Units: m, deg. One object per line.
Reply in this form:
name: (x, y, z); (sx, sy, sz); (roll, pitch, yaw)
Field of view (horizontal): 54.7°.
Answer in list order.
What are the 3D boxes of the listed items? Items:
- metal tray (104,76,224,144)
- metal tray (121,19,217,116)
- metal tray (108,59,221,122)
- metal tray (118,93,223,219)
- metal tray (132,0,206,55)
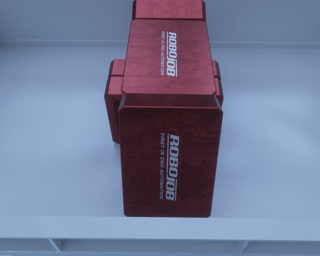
metal tray: (0.005, -0.019, 0.378); (0.131, 0.090, 0.030); (1, 50, 0)
metal tray: (0.009, -0.072, 0.343); (0.091, 0.030, 0.130); (1, 50, 0)
metal tray: (0.005, -0.043, 0.397); (0.131, 0.090, 0.030); (1, 50, 0)
metal tray: (0.009, 0.032, 0.306); (0.091, 0.129, 0.030); (1, 28, 0)
metal tray: (0.011, -0.124, 0.438); (0.091, 0.130, 0.030); (1, 71, 0)
